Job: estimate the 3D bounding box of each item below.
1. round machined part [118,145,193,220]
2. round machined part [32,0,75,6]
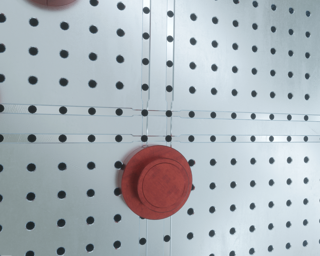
[{"bbox_3d":[-0.002,0.071,0.403,0.099,0.042,0.097,0,90,-20],"label":"round machined part"},{"bbox_3d":[-0.128,-0.197,0.356,0.099,0.042,0.097,0,90,-20],"label":"round machined part"}]
